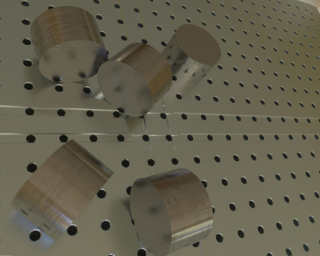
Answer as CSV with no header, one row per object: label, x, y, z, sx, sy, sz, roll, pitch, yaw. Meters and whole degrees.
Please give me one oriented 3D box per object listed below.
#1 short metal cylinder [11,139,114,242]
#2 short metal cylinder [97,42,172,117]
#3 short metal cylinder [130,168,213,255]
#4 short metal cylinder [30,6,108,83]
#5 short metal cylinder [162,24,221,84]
short metal cylinder,-0.089,0.057,0.291,0.050,0.080,0.080,40,51,-2
short metal cylinder,-0.032,-0.061,0.394,0.080,0.080,0.050,41,51,-1
short metal cylinder,0.010,0.087,0.326,0.050,0.080,0.080,-9,67,-32
short metal cylinder,-0.109,-0.098,0.375,0.081,0.080,0.050,-8,66,-32
short metal cylinder,0.049,-0.117,0.492,0.081,0.050,0.080,14,56,-21
